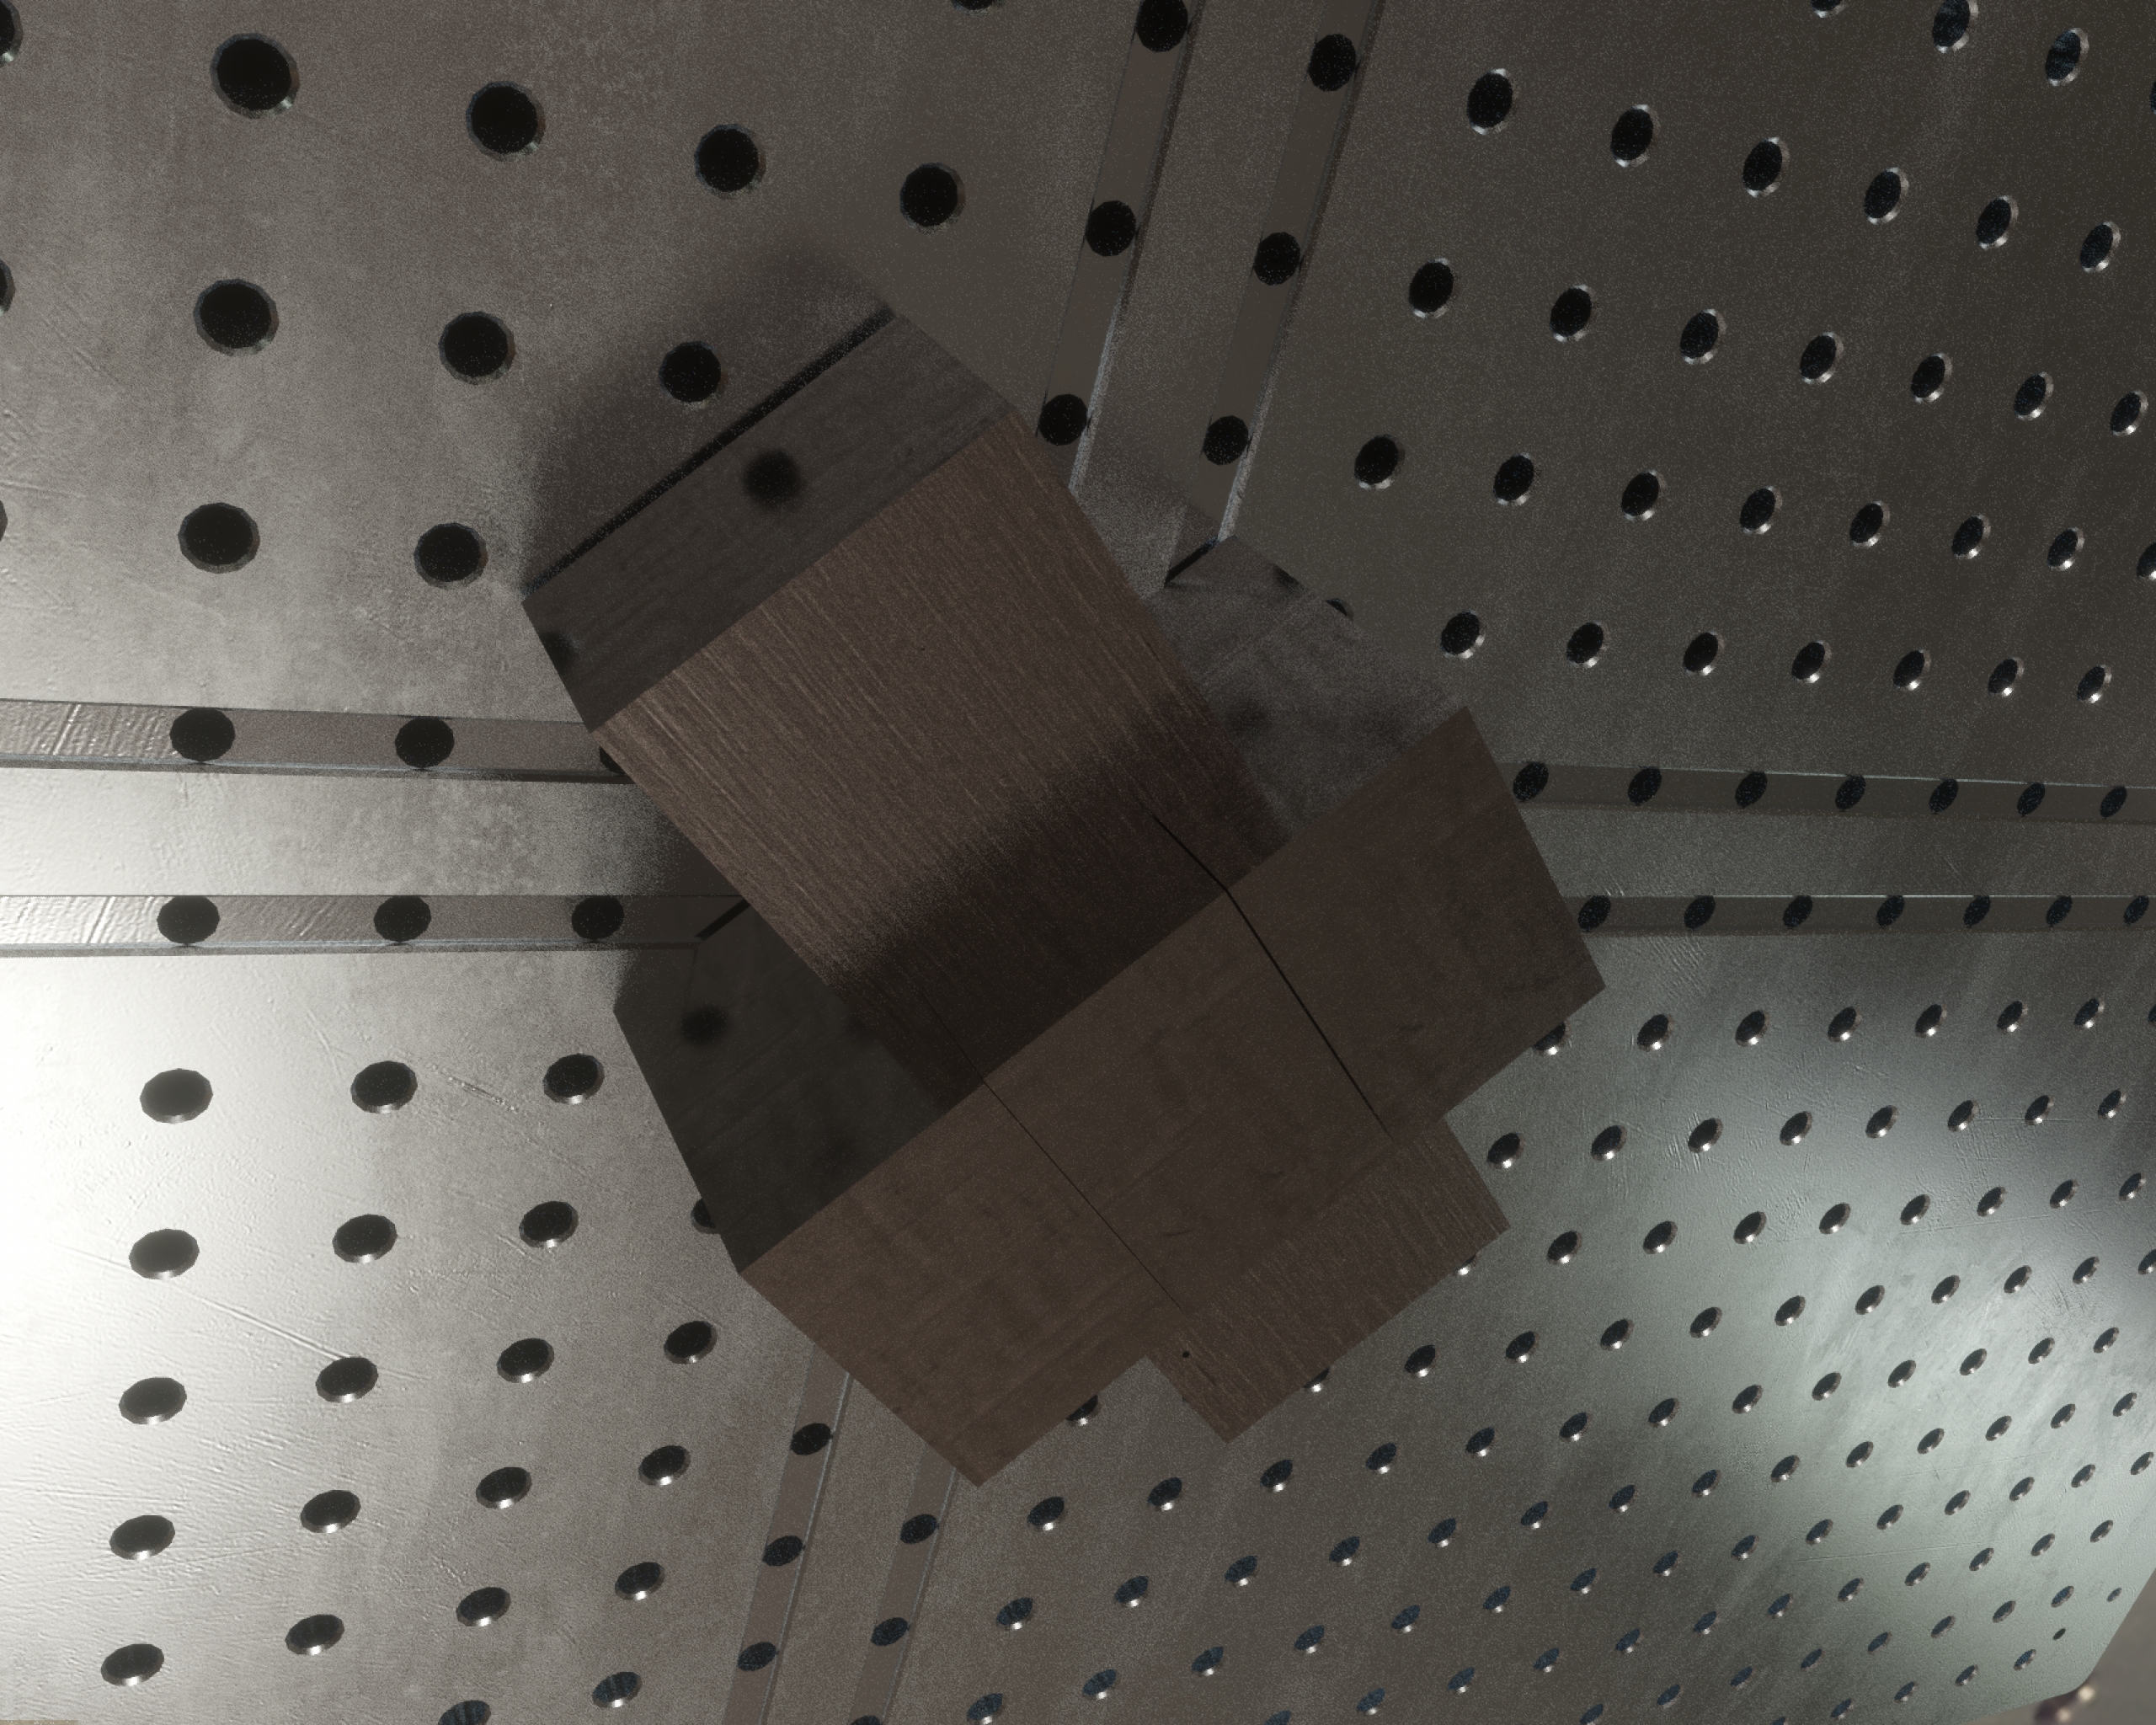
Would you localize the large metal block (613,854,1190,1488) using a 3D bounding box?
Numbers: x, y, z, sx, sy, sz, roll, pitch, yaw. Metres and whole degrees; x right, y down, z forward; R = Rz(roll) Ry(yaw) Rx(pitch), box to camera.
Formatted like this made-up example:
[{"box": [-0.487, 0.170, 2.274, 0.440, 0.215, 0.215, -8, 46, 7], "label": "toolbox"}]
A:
[{"box": [-0.034, 0.057, 0.394, 0.050, 0.080, 0.080, -38, 130, -3], "label": "large metal block"}]

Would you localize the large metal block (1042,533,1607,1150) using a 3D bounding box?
[{"box": [0.046, -0.005, 0.400, 0.050, 0.080, 0.080, -38, 130, -3], "label": "large metal block"}]

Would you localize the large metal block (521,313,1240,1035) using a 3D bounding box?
[{"box": [-0.032, -0.031, 0.356, 0.080, 0.050, 0.080, -38, 130, -2], "label": "large metal block"}]

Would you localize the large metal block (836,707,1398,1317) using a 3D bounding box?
[{"box": [0.006, 0.026, 0.397, 0.050, 0.080, 0.080, -38, 130, -3], "label": "large metal block"}]

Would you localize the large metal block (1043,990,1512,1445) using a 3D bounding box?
[{"box": [0.037, 0.068, 0.460, 0.080, 0.050, 0.080, -37, 130, -3], "label": "large metal block"}]
